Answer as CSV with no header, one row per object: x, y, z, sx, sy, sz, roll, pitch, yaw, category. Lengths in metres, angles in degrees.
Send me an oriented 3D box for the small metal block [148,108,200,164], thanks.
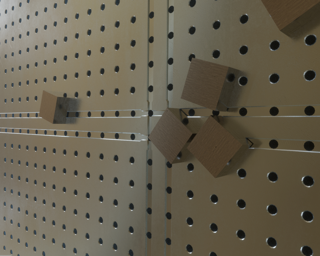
0.019,0.010,0.395,0.050,0.025,0.050,48,118,29,small metal block

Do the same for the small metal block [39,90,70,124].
-0.196,-0.039,0.573,0.050,0.025,0.050,22,104,38,small metal block

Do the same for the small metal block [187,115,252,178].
0.067,0.021,0.355,0.050,0.025,0.050,48,118,29,small metal block

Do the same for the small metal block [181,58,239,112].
0.058,-0.051,0.363,0.050,0.025,0.050,25,106,37,small metal block

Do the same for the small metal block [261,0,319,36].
0.131,-0.127,0.301,0.050,0.025,0.050,-35,68,34,small metal block
